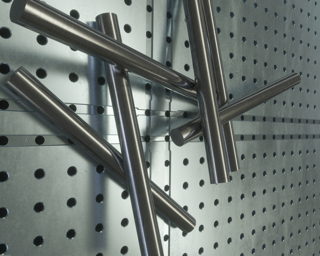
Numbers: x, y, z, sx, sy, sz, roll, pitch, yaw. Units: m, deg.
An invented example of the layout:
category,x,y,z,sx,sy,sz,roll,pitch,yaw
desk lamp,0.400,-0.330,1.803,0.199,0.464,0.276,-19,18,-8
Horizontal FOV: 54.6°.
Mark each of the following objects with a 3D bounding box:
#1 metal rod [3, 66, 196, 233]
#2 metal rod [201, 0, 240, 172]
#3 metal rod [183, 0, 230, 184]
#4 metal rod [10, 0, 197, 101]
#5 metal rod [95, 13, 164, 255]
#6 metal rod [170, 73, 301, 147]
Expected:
category,x,y,z,sx,sy,sz,roll,pitch,yaw
metal rod,-0.049,0.044,0.367,0.300,0.025,0.025,46,63,-30
metal rod,0.088,-0.077,0.481,0.025,0.025,0.298,-20,102,-38
metal rod,0.057,-0.077,0.413,0.025,0.025,0.299,2,76,-40
metal rod,-0.017,-0.070,0.355,0.302,0.025,0.025,14,81,-51
metal rod,-0.033,0.019,0.352,0.025,0.025,0.299,-10,88,-40
metal rod,0.135,-0.039,0.484,0.302,0.025,0.025,-24,106,-35
